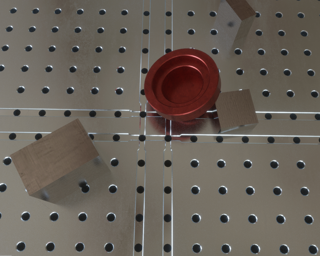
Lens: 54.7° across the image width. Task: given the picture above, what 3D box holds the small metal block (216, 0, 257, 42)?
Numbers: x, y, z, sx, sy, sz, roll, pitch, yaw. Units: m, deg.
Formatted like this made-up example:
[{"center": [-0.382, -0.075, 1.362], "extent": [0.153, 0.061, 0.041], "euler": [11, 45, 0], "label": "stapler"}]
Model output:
[{"center": [0.112, -0.166, 0.461], "extent": [0.025, 0.050, 0.050], "euler": [-28, 73, -10], "label": "small metal block"}]

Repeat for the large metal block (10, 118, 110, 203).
[{"center": [-0.112, 0.042, 0.366], "extent": [0.080, 0.080, 0.050], "euler": [-30, 73, -11], "label": "large metal block"}]

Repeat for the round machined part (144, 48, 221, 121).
[{"center": [0.032, -0.053, 0.413], "extent": [0.098, 0.042, 0.098], "euler": [-7, 66, 17], "label": "round machined part"}]

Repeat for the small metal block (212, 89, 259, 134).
[{"center": [0.100, -0.022, 0.421], "extent": [0.050, 0.025, 0.050], "euler": [-8, 70, -4], "label": "small metal block"}]
